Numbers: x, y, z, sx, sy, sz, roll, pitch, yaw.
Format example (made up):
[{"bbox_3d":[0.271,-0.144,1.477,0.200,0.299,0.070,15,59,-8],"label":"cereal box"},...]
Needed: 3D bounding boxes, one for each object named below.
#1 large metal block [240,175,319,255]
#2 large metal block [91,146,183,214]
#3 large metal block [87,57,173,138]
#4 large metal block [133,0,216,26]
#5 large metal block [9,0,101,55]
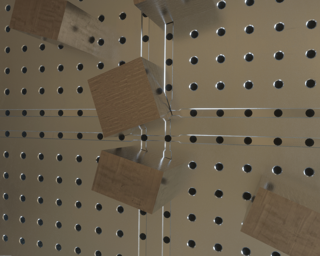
[{"bbox_3d":[0.139,0.096,0.335,0.080,0.080,0.050,23,98,18],"label":"large metal block"},{"bbox_3d":[-0.025,0.061,0.391,0.080,0.080,0.050,17,96,19],"label":"large metal block"},{"bbox_3d":[-0.039,-0.038,0.412,0.080,0.050,0.080,-19,84,18],"label":"large metal block"},{"bbox_3d":[0.016,-0.172,0.377,0.080,0.080,0.050,-13,86,19],"label":"large metal block"},{"bbox_3d":[-0.143,-0.145,0.432,0.080,0.080,0.050,19,96,18],"label":"large metal block"}]
